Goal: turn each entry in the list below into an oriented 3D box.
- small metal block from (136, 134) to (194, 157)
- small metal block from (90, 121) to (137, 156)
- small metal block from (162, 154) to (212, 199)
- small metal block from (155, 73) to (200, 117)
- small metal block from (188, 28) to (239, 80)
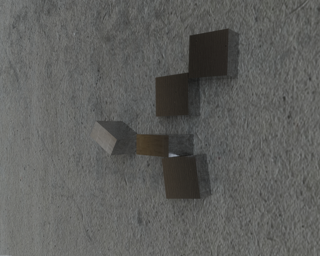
[{"bbox_3d":[0.007,0.020,0.383,0.050,0.050,0.025,1,91,40],"label":"small metal block"},{"bbox_3d":[-0.061,0.013,0.439,0.050,0.050,0.025,37,113,33],"label":"small metal block"},{"bbox_3d":[0.032,0.059,0.379,0.050,0.025,0.050,-11,83,39],"label":"small metal block"},{"bbox_3d":[0.022,-0.040,0.387,0.050,0.025,0.050,-1,89,40],"label":"small metal block"},{"bbox_3d":[0.061,-0.082,0.355,0.050,0.025,0.050,3,92,40],"label":"small metal block"}]
